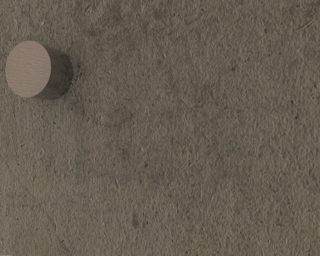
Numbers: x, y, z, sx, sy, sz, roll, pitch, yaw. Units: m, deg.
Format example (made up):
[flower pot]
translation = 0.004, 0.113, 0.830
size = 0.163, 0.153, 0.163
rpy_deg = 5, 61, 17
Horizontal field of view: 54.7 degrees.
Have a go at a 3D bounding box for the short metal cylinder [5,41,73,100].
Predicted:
[short metal cylinder]
translation = -0.178, -0.083, 0.458
size = 0.080, 0.050, 0.079
rpy_deg = 0, 90, 20
